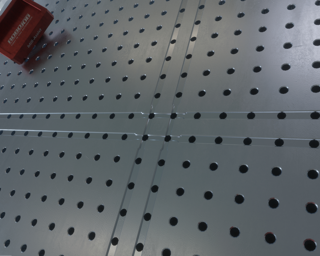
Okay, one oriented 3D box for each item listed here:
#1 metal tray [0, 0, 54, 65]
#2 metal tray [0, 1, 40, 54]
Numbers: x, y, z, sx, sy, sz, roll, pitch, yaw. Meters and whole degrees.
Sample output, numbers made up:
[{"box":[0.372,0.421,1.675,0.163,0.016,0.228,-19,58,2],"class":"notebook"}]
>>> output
[{"box":[-0.302,-0.213,0.665,0.090,0.030,0.130,32,86,15],"class":"metal tray"},{"box":[-0.345,-0.241,0.736,0.090,0.030,0.130,-40,51,1],"class":"metal tray"}]
